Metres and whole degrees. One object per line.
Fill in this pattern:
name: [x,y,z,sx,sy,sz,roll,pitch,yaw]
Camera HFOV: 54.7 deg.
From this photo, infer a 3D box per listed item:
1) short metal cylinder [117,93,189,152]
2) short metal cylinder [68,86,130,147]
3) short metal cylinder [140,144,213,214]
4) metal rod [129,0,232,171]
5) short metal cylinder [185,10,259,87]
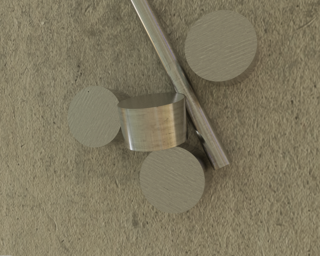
short metal cylinder: [-0.008,-0.010,0.376,0.080,0.080,0.050,-1,108,20]
short metal cylinder: [-0.076,-0.015,0.423,0.080,0.050,0.079,0,90,20]
short metal cylinder: [0.022,0.061,0.388,0.080,0.050,0.079,0,90,20]
metal rod: [0.014,-0.086,0.403,0.025,0.025,0.299,-28,81,18]
short metal cylinder: [0.075,-0.092,0.369,0.080,0.050,0.079,0,90,20]
